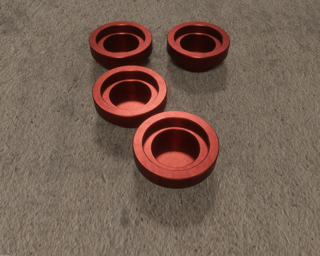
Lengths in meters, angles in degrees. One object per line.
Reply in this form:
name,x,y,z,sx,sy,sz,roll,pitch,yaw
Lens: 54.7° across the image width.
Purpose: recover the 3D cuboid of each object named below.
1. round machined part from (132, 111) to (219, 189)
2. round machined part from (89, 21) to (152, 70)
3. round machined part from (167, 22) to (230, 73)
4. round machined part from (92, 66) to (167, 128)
round machined part,0.018,0.029,0.368,0.099,0.042,0.098,0,50,0
round machined part,-0.061,-0.127,0.498,0.099,0.042,0.098,0,50,0
round machined part,0.060,-0.127,0.500,0.099,0.042,0.098,0,50,0
round machined part,-0.040,-0.038,0.424,0.099,0.042,0.098,0,50,0
